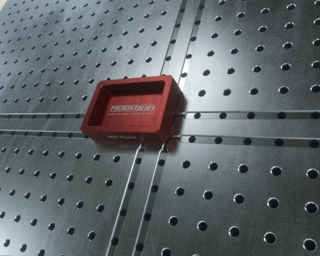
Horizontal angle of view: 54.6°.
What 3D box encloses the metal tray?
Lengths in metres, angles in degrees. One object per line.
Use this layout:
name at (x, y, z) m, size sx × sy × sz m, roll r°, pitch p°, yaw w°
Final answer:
metal tray at (-0.043, -0.027, 0.445) m, size 0.130 × 0.030 × 0.090 m, roll 0°, pitch 62°, yaw 28°
